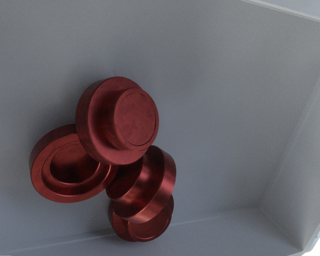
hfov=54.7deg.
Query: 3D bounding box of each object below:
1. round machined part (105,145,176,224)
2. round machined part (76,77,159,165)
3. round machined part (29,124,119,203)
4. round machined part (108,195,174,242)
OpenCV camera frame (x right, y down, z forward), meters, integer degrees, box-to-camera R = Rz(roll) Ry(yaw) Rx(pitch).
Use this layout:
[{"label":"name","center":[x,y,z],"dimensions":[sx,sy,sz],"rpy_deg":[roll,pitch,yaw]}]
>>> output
[{"label":"round machined part","center":[-0.030,0.064,0.385],"dimensions":[0.042,0.098,0.098],"rpy_deg":[35,98,-32]},{"label":"round machined part","center":[-0.038,-0.008,0.339],"dimensions":[0.099,0.042,0.097],"rpy_deg":[6,83,-49]},{"label":"round machined part","center":[-0.101,0.037,0.365],"dimensions":[0.099,0.042,0.097],"rpy_deg":[-14,124,-21]},{"label":"round machined part","center":[-0.022,0.126,0.453],"dimensions":[0.099,0.042,0.097],"rpy_deg":[-10,113,-24]}]
